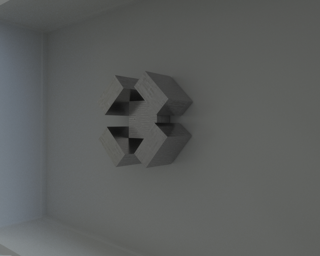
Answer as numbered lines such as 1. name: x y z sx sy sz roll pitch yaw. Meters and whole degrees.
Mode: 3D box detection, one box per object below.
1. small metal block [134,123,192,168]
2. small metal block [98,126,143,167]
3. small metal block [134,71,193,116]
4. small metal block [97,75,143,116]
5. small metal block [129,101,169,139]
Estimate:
1. small metal block: 0.004 0.021 0.384 0.025 0.050 0.050 47 117 28
2. small metal block: -0.048 0.024 0.428 0.050 0.050 0.025 53 122 27
3. small metal block: 0.005 -0.042 0.384 0.025 0.050 0.050 -52 61 27
4. small metal block: -0.050 -0.043 0.429 0.050 0.050 0.025 -50 60 29
5. small metal block: -0.015 -0.011 0.417 0.050 0.025 0.050 1 91 40
